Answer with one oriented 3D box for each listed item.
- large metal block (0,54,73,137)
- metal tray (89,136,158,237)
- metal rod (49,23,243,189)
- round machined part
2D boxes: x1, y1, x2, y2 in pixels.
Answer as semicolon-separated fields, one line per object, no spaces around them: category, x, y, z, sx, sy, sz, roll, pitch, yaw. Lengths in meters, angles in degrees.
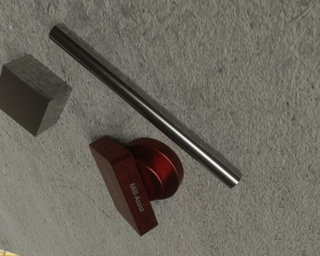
large metal block;-0.188;-0.047;0.458;0.080;0.050;0.080;39;129;1
metal tray;-0.054;0.083;0.451;0.090;0.030;0.129;24;137;56
metal rod;-0.018;-0.028;0.397;0.300;0.025;0.025;40;129;0
round machined part;-0.019;0.066;0.445;0.098;0.042;0.097;13;124;20
